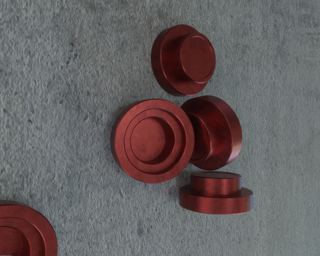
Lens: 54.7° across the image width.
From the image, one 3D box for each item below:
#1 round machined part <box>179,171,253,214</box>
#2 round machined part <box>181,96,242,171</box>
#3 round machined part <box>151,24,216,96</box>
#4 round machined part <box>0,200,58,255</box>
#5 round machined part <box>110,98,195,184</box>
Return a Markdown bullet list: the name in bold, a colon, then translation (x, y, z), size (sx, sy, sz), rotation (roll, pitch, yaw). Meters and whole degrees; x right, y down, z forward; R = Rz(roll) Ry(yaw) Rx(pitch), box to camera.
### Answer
- **round machined part**: translation (0.075, 0.083, 0.421), size (0.099, 0.098, 0.042), rotation (1, 89, -40)
- **round machined part**: translation (0.053, 0.009, 0.401), size (0.042, 0.098, 0.097), rotation (-17, 101, -39)
- **round machined part**: translation (0.039, -0.093, 0.426), size (0.099, 0.042, 0.097), rotation (0, 90, -40)
- **round machined part**: translation (-0.146, 0.112, 0.272), size (0.099, 0.042, 0.097), rotation (0, 90, -40)
- **round machined part**: translation (-0.012, 0.014, 0.372), size (0.099, 0.042, 0.097), rotation (-1, 93, -22)
